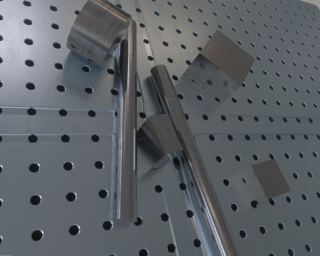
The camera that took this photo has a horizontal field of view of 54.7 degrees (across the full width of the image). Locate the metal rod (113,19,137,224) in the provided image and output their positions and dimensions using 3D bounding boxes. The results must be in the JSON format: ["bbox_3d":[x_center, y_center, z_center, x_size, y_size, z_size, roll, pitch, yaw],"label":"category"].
[{"bbox_3d":[-0.043,-0.030,0.403,0.025,0.025,0.299,11,57,-22],"label":"metal rod"}]

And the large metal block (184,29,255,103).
[{"bbox_3d":[0.098,-0.102,0.507,0.080,0.050,0.080,37,51,-3],"label":"large metal block"}]

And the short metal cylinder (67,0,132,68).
[{"bbox_3d":[-0.079,-0.126,0.407,0.050,0.080,0.080,31,52,-9],"label":"short metal cylinder"}]

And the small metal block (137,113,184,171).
[{"bbox_3d":[-0.003,0.018,0.380,0.025,0.050,0.050,-12,68,-33],"label":"small metal block"}]

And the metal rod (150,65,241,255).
[{"bbox_3d":[0.044,0.045,0.404,0.025,0.025,0.299,-6,65,-31],"label":"metal rod"}]

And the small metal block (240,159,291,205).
[{"bbox_3d":[0.151,0.076,0.443,0.050,0.025,0.050,-8,66,-32],"label":"small metal block"}]
